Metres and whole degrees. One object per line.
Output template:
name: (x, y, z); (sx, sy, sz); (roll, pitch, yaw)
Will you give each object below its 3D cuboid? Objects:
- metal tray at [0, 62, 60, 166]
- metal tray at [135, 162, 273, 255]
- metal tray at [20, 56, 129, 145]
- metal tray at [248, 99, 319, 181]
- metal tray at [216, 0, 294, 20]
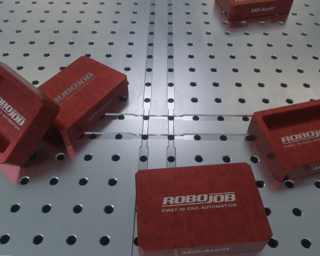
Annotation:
metal tray: (-0.198, -0.023, 0.394); (0.130, 0.030, 0.090); (34, 91, 25)
metal tray: (0.041, 0.086, 0.332); (0.131, 0.030, 0.090); (-4, 50, -3)
metal tray: (-0.119, -0.044, 0.442); (0.090, 0.030, 0.131); (28, 55, 21)
metal tray: (0.192, 0.010, 0.396); (0.131, 0.030, 0.090); (-11, 51, -9)
metal tray: (0.188, -0.262, 0.625); (0.131, 0.030, 0.090); (-10, 51, -8)
